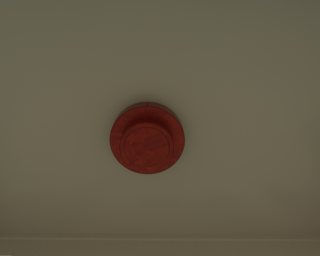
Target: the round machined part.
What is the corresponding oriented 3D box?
[{"bbox_3d":[-0.017,0.018,0.405,0.099,0.042,0.097,0,110,-1],"label":"round machined part"}]
